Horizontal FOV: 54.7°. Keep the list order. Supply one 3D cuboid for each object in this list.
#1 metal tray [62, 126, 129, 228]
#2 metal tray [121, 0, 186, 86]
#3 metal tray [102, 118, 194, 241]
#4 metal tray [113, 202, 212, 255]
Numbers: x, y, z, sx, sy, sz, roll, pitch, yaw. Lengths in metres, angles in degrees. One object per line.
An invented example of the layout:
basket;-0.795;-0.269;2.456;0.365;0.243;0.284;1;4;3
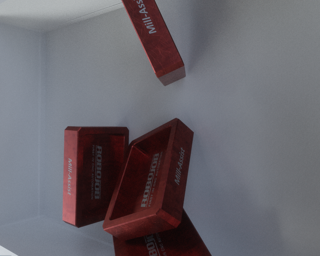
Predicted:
metal tray;-0.087;0.062;0.433;0.030;0.091;0.129;3;92;40
metal tray;-0.012;-0.116;0.351;0.030;0.090;0.129;-25;89;6
metal tray;-0.011;0.057;0.361;0.090;0.030;0.130;-28;33;36
metal tray;0.002;0.134;0.324;0.030;0.090;0.130;62;175;-19
